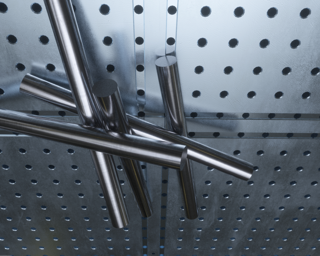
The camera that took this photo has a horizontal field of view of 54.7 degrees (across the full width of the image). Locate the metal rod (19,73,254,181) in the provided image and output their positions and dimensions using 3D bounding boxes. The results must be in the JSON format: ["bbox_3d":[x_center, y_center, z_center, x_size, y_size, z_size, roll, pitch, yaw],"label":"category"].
[{"bbox_3d":[-0.021,0.003,0.388,0.302,0.025,0.025,22,127,-9],"label":"metal rod"}]

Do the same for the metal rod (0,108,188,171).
[{"bbox_3d":[-0.118,0.002,0.345,0.301,0.025,0.025,11,132,17],"label":"metal rod"}]

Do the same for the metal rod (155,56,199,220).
[{"bbox_3d":[0.031,0.037,0.443,0.025,0.025,0.298,-8,130,6],"label":"metal rod"}]

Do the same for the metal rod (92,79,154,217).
[{"bbox_3d":[-0.038,0.052,0.416,0.025,0.025,0.299,-5,142,3],"label":"metal rod"}]

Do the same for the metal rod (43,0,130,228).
[{"bbox_3d":[-0.078,-0.006,0.356,0.025,0.025,0.298,-8,115,6],"label":"metal rod"}]
